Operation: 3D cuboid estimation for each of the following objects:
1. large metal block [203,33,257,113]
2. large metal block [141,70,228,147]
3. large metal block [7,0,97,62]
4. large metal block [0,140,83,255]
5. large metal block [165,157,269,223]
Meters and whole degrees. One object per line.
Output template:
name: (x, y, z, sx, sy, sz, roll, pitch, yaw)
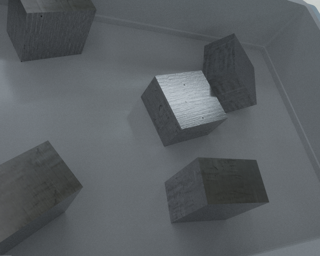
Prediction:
large metal block: (0.109, -0.083, 0.480, 0.080, 0.050, 0.080, 43, 43, -40)
large metal block: (0.032, -0.029, 0.426, 0.081, 0.050, 0.080, -13, 69, -34)
large metal block: (-0.135, -0.131, 0.378, 0.081, 0.080, 0.050, -19, 72, -35)
large metal block: (-0.123, 0.065, 0.265, 0.081, 0.080, 0.050, -33, 81, -38)
large metal block: (0.062, 0.074, 0.360, 0.081, 0.080, 0.050, 5, 60, -26)
